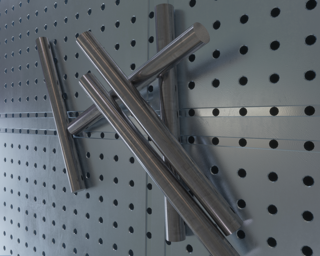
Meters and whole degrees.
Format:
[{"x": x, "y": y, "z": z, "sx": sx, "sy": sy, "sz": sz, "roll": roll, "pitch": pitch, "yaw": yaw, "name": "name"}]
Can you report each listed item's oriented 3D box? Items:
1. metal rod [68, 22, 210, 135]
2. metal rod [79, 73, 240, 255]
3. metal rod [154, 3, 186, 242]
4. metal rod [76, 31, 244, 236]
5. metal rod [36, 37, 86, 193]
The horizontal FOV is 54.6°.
[{"x": -0.051, "y": -0.050, "z": 0.429, "sx": 0.299, "sy": 0.025, "sz": 0.025, "roll": -28, "pitch": 73, "yaw": 44, "name": "metal rod"}, {"x": -0.012, "y": 0.039, "z": 0.383, "sx": 0.300, "sy": 0.025, "sz": 0.025, "roll": 50, "pitch": 120, "yaw": 20, "name": "metal rod"}, {"x": 0.013, "y": -0.009, "z": 0.399, "sx": 0.025, "sy": 0.025, "sz": 0.298, "roll": -5, "pitch": 87, "yaw": 40, "name": "metal rod"}, {"x": -0.008, "y": -0.003, "z": 0.375, "sx": 0.300, "sy": 0.025, "sz": 0.025, "roll": 52, "pitch": 121, "yaw": 12, "name": "metal rod"}, {"x": -0.182, "y": -0.031, "z": 0.561, "sx": 0.025, "sy": 0.025, "sz": 0.299, "roll": -29, "pitch": 72, "yaw": 36, "name": "metal rod"}]
